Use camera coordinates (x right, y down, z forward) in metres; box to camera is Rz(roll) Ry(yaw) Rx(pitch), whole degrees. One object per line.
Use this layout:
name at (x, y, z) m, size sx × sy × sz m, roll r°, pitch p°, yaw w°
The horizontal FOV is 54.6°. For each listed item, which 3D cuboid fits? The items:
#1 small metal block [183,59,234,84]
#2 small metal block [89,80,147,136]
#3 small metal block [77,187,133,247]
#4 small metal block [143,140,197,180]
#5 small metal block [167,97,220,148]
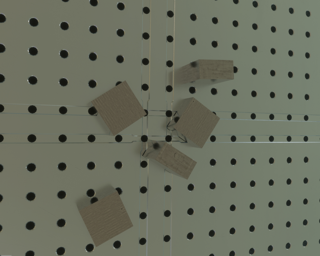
small metal block at (0.065, -0.076, 0.423) m, size 0.050 × 0.050 × 0.025 m, roll -3°, pitch 91°, yaw -20°
small metal block at (-0.054, -0.025, 0.393) m, size 0.050 × 0.025 × 0.050 m, roll -35°, pitch 102°, yaw -17°
small metal block at (-0.069, 0.110, 0.387) m, size 0.050 × 0.025 × 0.050 m, roll -25°, pitch 99°, yaw -18°
small metal block at (0.012, 0.040, 0.404) m, size 0.050 × 0.050 × 0.025 m, roll 34°, pitch 79°, yaw -17°
small metal block at (0.046, -0.007, 0.429) m, size 0.050 × 0.025 × 0.050 m, roll 36°, pitch 78°, yaw -17°
